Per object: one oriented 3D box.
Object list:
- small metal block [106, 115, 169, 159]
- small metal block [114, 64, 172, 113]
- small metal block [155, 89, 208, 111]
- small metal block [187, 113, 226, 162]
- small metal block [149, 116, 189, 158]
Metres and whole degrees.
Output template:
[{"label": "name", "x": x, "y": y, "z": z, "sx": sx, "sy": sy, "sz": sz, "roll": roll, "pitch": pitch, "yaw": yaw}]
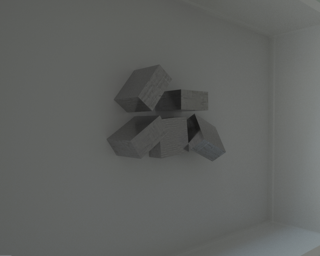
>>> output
[{"label": "small metal block", "x": -0.027, "y": 0.010, "z": 0.370, "sx": 0.050, "sy": 0.050, "sz": 0.025, "roll": -42, "pitch": 116, "yaw": -32}, {"label": "small metal block", "x": -0.021, "y": -0.047, "z": 0.374, "sx": 0.025, "sy": 0.050, "sz": 0.050, "roll": 45, "pitch": 63, "yaw": -31}, {"label": "small metal block", "x": 0.029, "y": -0.036, "z": 0.417, "sx": 0.050, "sy": 0.050, "sz": 0.025, "roll": -1, "pitch": 91, "yaw": -40}, {"label": "small metal block", "x": 0.063, "y": 0.014, "z": 0.445, "sx": 0.050, "sy": 0.025, "sz": 0.050, "roll": 29, "pitch": 32, "yaw": -37}, {"label": "small metal block", "x": 0.011, "y": 0.011, "z": 0.418, "sx": 0.050, "sy": 0.025, "sz": 0.050, "roll": -8, "pitch": 95, "yaw": -40}]
